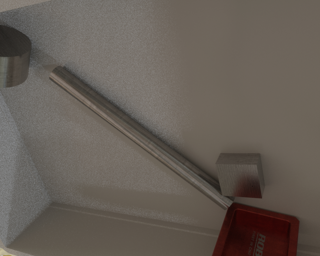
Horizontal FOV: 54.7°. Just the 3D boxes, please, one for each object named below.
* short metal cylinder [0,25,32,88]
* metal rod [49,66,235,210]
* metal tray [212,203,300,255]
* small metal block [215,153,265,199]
[{"bbox_3d":[-0.223,-0.100,0.426,0.080,0.080,0.050,32,128,7],"label":"short metal cylinder"},{"bbox_3d":[-0.026,0.012,0.428,0.301,0.025,0.025,37,129,3],"label":"metal rod"},{"bbox_3d":[0.114,0.156,0.375,0.090,0.131,0.030,9,126,23],"label":"metal tray"},{"bbox_3d":[0.102,0.060,0.391,0.050,0.025,0.050,-2,118,29],"label":"small metal block"}]
